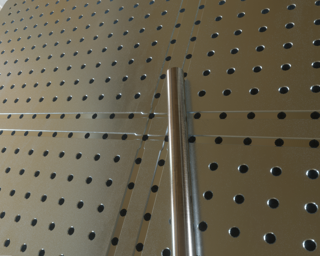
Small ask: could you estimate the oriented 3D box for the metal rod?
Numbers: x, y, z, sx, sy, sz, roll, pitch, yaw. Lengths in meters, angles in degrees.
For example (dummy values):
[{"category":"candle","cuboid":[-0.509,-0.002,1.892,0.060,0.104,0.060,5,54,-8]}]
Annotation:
[{"category":"metal rod","cuboid":[0.023,0.048,0.367,0.025,0.025,0.300,-14,56,20]}]
